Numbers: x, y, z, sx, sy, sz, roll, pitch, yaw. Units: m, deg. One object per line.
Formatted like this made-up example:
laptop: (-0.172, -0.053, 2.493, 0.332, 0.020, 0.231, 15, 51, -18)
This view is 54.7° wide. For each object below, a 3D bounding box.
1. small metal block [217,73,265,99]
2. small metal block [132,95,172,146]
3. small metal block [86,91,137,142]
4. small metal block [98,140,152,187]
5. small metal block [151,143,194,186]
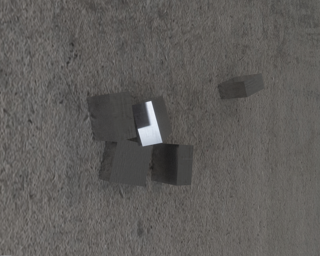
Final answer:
small metal block: (0.130, -0.067, 0.497, 0.050, 0.050, 0.025, -26, 107, -37)
small metal block: (-0.009, -0.010, 0.381, 0.050, 0.025, 0.050, -42, 118, -69)
small metal block: (-0.054, -0.012, 0.343, 0.025, 0.050, 0.050, -14, 99, -39)
small metal block: (-0.041, 0.041, 0.370, 0.050, 0.025, 0.050, 17, 80, -39)
small metal block: (0.015, 0.046, 0.401, 0.025, 0.050, 0.050, 6, 86, -40)
